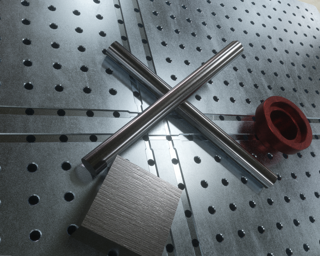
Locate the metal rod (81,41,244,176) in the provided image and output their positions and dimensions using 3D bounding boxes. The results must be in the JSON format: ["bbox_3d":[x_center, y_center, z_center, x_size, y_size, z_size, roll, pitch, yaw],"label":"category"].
[{"bbox_3d":[0.021,-0.042,0.416,0.025,0.025,0.302,47,60,4],"label":"metal rod"}]

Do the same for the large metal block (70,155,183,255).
[{"bbox_3d":[-0.033,0.088,0.322,0.080,0.050,0.080,30,52,-9],"label":"large metal block"}]

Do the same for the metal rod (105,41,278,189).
[{"bbox_3d":[0.046,-0.018,0.445,0.300,0.025,0.025,40,51,-2],"label":"metal rod"}]

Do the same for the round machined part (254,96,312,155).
[{"bbox_3d":[0.195,-0.001,0.505,0.099,0.042,0.098,14,56,-21],"label":"round machined part"}]
